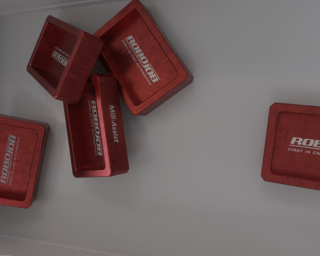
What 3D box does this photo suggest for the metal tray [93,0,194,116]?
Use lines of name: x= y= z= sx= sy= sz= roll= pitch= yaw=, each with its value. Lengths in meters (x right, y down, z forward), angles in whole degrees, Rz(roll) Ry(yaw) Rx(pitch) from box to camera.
metal tray: x=-0.028 y=-0.092 z=0.417 sx=0.090 sy=0.030 sz=0.130 roll=-35 pitch=79 yaw=16

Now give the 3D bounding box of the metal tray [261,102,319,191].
metal tray: x=0.185 y=0.023 z=0.342 sx=0.130 sy=0.030 sz=0.089 roll=8 pitch=93 yaw=19

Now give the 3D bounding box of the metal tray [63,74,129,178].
metal tray: x=-0.090 y=0.000 z=0.420 sx=0.090 sy=0.030 sz=0.129 roll=-11 pitch=87 yaw=43

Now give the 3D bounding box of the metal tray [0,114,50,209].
metal tray: x=-0.227 y=0.049 z=0.467 sx=0.091 sy=0.030 sz=0.129 roll=12 pitch=94 yaw=-9

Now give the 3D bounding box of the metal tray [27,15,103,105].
metal tray: x=-0.135 y=-0.097 z=0.425 sx=0.130 sy=0.030 sz=0.090 roll=35 pitch=103 yaw=44
